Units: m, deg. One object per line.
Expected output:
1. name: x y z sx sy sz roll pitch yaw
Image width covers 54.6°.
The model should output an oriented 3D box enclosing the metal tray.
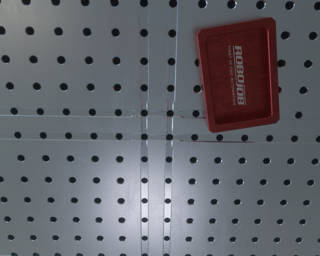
1. metal tray: 0.097 -0.064 0.387 0.090 0.030 0.129 -9 110 3
